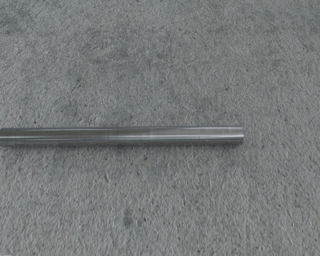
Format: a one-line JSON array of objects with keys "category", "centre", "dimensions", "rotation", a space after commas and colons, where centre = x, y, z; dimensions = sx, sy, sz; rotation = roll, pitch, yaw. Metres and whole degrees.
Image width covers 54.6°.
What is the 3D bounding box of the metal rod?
[{"category": "metal rod", "centre": [-0.047, 0.011, 0.394], "dimensions": [0.302, 0.025, 0.025], "rotation": [-1, 50, -1]}]
